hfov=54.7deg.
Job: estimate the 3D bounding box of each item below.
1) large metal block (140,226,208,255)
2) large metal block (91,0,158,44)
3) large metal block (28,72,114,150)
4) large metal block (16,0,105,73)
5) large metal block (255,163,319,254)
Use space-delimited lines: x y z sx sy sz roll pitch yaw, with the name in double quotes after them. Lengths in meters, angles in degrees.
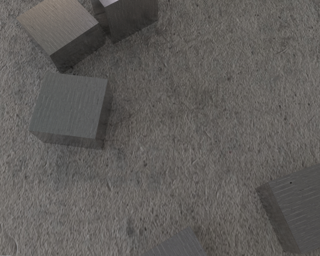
0.017 0.164 0.335 0.080 0.050 0.080 -29 73 -10 "large metal block"
-0.050 -0.180 0.444 0.080 0.080 0.050 -32 73 -11 "large metal block"
-0.111 -0.021 0.402 0.080 0.050 0.080 7 70 2 "large metal block"
-0.139 -0.138 0.444 0.080 0.050 0.080 -39 75 -13 "large metal block"
0.172 0.092 0.362 0.080 0.050 0.080 -18 71 -7 "large metal block"
